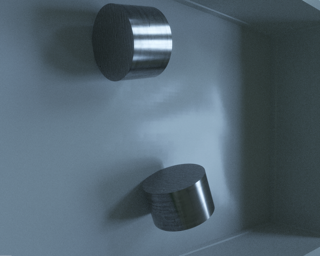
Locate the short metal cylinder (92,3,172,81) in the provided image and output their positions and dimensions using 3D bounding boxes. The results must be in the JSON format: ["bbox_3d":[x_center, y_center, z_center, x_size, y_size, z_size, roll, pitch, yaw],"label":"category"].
[{"bbox_3d":[-0.032,-0.094,0.343,0.050,0.080,0.079,-14,99,-39],"label":"short metal cylinder"}]

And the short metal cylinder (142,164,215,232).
[{"bbox_3d":[0.024,0.085,0.391,0.081,0.080,0.050,-26,107,-37],"label":"short metal cylinder"}]
